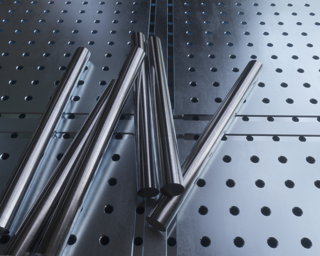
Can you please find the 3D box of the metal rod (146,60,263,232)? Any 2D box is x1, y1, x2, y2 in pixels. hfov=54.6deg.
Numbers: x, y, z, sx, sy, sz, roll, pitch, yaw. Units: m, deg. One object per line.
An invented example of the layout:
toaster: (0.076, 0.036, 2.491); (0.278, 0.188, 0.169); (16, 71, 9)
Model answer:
metal rod: (0.073, 0.002, 0.406); (0.025, 0.025, 0.301); (25, 54, 19)

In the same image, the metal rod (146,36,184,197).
metal rod: (0.001, -0.041, 0.425); (0.025, 0.025, 0.300); (-4, 45, -3)

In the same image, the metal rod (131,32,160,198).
metal rod: (-0.026, -0.042, 0.442); (0.025, 0.025, 0.300); (-4, 50, -3)

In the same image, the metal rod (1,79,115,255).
metal rod: (-0.109, 0.047, 0.367); (0.025, 0.025, 0.300); (13, 51, 11)

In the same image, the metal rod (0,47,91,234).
metal rod: (-0.147, -0.009, 0.415); (0.025, 0.025, 0.300); (6, 50, 5)

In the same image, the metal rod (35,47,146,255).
metal rod: (-0.072, 0.007, 0.384); (0.025, 0.025, 0.300); (11, 56, 9)
